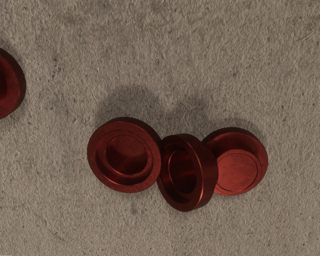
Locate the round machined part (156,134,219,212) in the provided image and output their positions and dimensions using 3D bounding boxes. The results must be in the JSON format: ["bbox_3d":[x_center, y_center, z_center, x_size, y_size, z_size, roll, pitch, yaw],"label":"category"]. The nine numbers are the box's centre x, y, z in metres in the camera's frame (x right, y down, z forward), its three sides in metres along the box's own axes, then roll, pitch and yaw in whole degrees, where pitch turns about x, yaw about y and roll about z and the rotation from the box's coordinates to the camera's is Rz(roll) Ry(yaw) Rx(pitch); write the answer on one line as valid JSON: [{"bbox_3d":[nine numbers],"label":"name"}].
[{"bbox_3d":[0.037,0.055,0.402,0.042,0.098,0.097,-7,115,-36],"label":"round machined part"}]

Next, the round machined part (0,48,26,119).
[{"bbox_3d":[-0.222,-0.053,0.378,0.099,0.042,0.097,0,110,-1],"label":"round machined part"}]

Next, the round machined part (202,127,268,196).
[{"bbox_3d":[0.098,0.051,0.421,0.099,0.042,0.097,0,110,-1],"label":"round machined part"}]

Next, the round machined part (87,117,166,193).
[{"bbox_3d":[-0.041,0.032,0.404,0.098,0.042,0.097,4,109,12],"label":"round machined part"}]
